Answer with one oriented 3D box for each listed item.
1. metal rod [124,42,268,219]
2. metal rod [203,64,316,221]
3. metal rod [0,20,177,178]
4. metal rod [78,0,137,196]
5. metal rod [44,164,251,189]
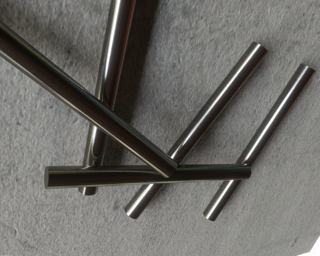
[{"bbox_3d":[0.046,0.010,0.439,0.025,0.025,0.299,30,102,-38],"label":"metal rod"},{"bbox_3d":[0.158,0.033,0.516,0.025,0.025,0.298,18,109,-36],"label":"metal rod"},{"bbox_3d":[-0.085,-0.031,0.315,0.025,0.025,0.301,-47,122,4],"label":"metal rod"},{"bbox_3d":[-0.058,-0.050,0.345,0.025,0.025,0.298,1,118,-29],"label":"metal rod"},{"bbox_3d":[0.006,0.062,0.415,0.303,0.025,0.025,3,117,-30],"label":"metal rod"}]
